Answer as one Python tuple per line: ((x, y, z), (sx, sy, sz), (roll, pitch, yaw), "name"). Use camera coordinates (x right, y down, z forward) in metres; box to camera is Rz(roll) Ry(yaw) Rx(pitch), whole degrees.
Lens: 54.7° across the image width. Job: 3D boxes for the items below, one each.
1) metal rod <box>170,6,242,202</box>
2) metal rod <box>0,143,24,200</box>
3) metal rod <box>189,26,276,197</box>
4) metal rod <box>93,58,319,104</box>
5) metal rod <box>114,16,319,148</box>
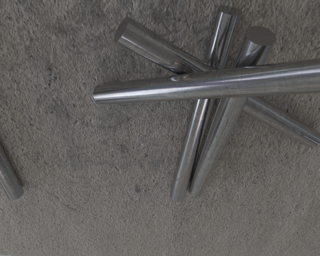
((0.049, -0.004, 0.403), (0.025, 0.025, 0.298), (6, 130, -5), "metal rod")
((-0.235, -0.009, 0.397), (0.025, 0.025, 0.298), (-1, 130, 1), "metal rod")
((0.069, 0.012, 0.371), (0.025, 0.025, 0.298), (3, 144, -3), "metal rod")
((0.045, -0.039, 0.279), (0.300, 0.025, 0.025), (1, 138, 40), "metal rod")
((0.087, -0.036, 0.348), (0.302, 0.025, 0.025), (23, 127, -29), "metal rod")
